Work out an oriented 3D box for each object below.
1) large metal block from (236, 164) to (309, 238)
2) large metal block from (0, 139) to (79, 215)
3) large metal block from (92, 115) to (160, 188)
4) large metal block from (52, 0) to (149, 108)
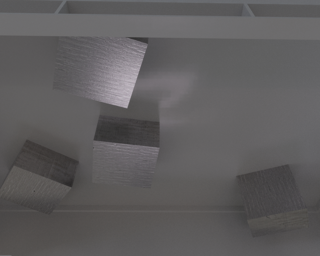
[{"bbox_3d":[0.167,0.109,0.467,0.080,0.080,0.050,-15,129,12],"label":"large metal block"},{"bbox_3d":[-0.178,0.074,0.454,0.080,0.050,0.080,28,125,-22],"label":"large metal block"},{"bbox_3d":[-0.047,0.033,0.420,0.081,0.050,0.079,7,130,-6],"label":"large metal block"},{"bbox_3d":[-0.062,-0.076,0.327,0.081,0.050,0.079,14,129,-12],"label":"large metal block"}]
